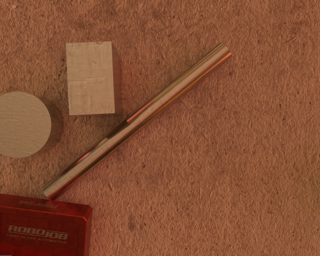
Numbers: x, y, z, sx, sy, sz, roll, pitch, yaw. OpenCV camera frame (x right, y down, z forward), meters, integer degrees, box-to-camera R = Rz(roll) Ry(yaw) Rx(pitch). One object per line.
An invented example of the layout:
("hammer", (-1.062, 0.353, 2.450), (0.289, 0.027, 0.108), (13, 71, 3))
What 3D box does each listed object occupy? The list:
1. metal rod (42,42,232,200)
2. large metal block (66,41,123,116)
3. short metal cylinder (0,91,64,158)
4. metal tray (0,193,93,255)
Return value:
("metal rod", (-0.030, -0.009, 0.409), (0.300, 0.025, 0.025), (-39, 91, -1))
("large metal block", (-0.077, -0.055, 0.381), (0.050, 0.080, 0.079), (-3, 90, 0))
("short metal cylinder", (-0.171, -0.004, 0.395), (0.081, 0.050, 0.079), (0, 90, -1))
("metal tray", (-0.157, 0.137, 0.394), (0.131, 0.030, 0.089), (8, 104, -1))
